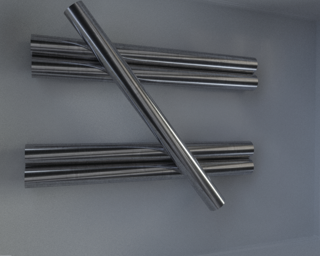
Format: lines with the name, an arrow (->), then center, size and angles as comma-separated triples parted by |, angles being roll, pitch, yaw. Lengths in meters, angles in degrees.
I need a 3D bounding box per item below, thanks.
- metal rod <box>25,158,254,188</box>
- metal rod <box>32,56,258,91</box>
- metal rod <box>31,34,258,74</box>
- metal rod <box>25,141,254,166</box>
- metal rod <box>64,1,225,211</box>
metal rod -> -0.011, 0.056, 0.404 | 0.302, 0.025, 0.025 | 0, 90, -20
metal rod -> -0.005, -0.068, 0.407 | 0.302, 0.025, 0.025 | 1, 90, -20
metal rod -> -0.005, -0.093, 0.406 | 0.302, 0.025, 0.025 | 1, 90, -20
metal rod -> -0.011, 0.031, 0.404 | 0.302, 0.025, 0.025 | 0, 90, -20
metal rod -> -0.011, -0.017, 0.379 | 0.025, 0.025, 0.299 | -40, 103, -16
